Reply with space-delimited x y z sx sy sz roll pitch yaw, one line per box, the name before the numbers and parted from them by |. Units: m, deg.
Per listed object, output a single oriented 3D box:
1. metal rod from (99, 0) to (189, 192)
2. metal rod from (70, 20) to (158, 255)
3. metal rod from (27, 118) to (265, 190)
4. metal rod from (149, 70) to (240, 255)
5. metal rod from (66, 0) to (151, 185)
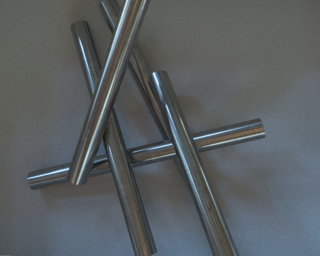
metal rod | -0.004 -0.031 0.411 0.025 0.025 0.299 -26 90 0
metal rod | -0.061 0.003 0.377 0.025 0.025 0.299 -18 77 0
metal rod | -0.023 0.035 0.391 0.301 0.025 0.025 -14 90 7
metal rod | 0.044 0.066 0.339 0.025 0.025 0.299 -19 69 0
metal rod | -0.047 -0.069 0.331 0.025 0.025 0.298 22 108 -1
